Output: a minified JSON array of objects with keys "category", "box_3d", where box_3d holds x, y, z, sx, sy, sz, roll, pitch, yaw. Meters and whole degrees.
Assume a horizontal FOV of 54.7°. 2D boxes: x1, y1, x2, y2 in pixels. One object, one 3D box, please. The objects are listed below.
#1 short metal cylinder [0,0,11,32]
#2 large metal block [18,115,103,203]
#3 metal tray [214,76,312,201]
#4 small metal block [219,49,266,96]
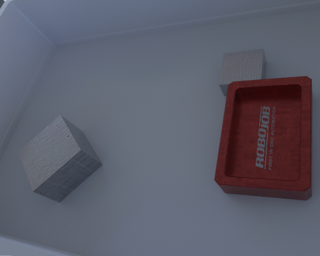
[{"category":"short metal cylinder","box_3d":[-0.418,-0.283,0.761,0.080,0.080,0.050,-6,59,24]},{"category":"large metal block","box_3d":[-0.141,0.042,0.435,0.080,0.050,0.080,-41,51,-1]},{"category":"metal tray","box_3d":[0.115,0.007,0.336,0.090,0.030,0.130,0,61,27]},{"category":"small metal block","box_3d":[0.106,-0.070,0.393,0.050,0.025,0.050,-1,61,27]}]
